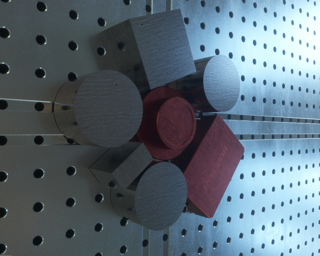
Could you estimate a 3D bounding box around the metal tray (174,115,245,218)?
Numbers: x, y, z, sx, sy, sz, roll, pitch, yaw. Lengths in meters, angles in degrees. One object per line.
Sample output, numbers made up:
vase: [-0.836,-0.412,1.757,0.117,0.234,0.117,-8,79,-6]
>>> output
metal tray: [0.071,0.055,0.464,0.090,0.030,0.130,48,61,-29]

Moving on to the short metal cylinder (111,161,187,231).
short metal cylinder: [-0.013,0.079,0.381,0.081,0.050,0.080,0,90,-40]

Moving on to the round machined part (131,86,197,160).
round machined part: [0.009,-0.006,0.405,0.099,0.042,0.097,0,90,-40]

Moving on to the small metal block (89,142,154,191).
small metal block: [-0.044,0.041,0.354,0.050,0.050,0.025,-45,117,-31]

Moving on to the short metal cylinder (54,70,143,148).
short metal cylinder: [-0.066,-0.020,0.336,0.081,0.050,0.080,0,90,-40]

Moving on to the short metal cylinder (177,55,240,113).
short metal cylinder: [0.072,-0.062,0.452,0.081,0.050,0.080,0,90,-40]

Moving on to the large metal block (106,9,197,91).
large metal block: [-0.009,-0.095,0.385,0.081,0.050,0.080,-27,107,-37]
